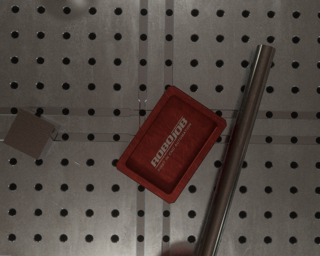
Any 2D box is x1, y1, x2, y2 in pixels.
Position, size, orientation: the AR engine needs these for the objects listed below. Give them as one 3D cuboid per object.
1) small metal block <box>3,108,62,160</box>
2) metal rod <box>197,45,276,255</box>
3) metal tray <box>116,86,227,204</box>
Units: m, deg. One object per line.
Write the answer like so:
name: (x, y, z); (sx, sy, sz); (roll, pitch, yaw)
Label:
small metal block: (-0.169, 0.008, 0.411); (0.050, 0.025, 0.050); (27, 90, -1)
metal rod: (0.101, 0.036, 0.414); (0.025, 0.025, 0.298); (16, 90, -1)
metal tray: (0.015, 0.021, 0.411); (0.090, 0.030, 0.130); (34, 90, -1)
